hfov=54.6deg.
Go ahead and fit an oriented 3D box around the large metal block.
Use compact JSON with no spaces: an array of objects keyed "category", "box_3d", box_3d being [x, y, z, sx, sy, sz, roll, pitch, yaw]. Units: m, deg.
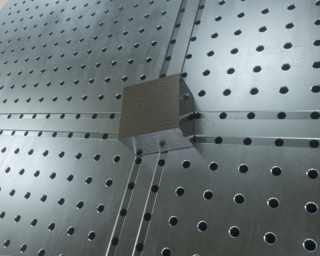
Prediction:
[{"category":"large metal block","box_3d":[-0.003,-0.016,0.403,0.080,0.050,0.080,-11,57,22]}]
